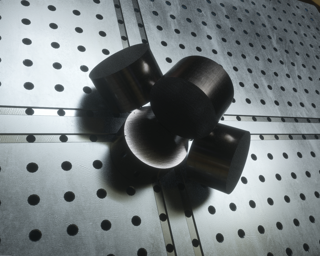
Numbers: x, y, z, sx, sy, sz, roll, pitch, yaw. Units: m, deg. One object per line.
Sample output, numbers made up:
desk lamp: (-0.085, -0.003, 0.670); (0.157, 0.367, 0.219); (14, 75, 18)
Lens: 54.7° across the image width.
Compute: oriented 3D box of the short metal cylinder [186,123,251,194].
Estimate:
short metal cylinder: (0.074, 0.035, 0.384); (0.050, 0.079, 0.080); (18, 45, 27)

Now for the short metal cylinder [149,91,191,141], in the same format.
short metal cylinder: (0.030, -0.026, 0.425); (0.081, 0.050, 0.080); (14, 56, -21)

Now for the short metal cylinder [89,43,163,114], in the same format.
short metal cylinder: (-0.039, -0.062, 0.382); (0.080, 0.080, 0.050); (-55, 129, -39)

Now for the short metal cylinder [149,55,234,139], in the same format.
short metal cylinder: (0.036, -0.034, 0.348); (0.080, 0.080, 0.050); (41, 51, 0)

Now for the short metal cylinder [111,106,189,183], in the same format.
short metal cylinder: (-0.013, 0.020, 0.373); (0.081, 0.050, 0.080); (14, 56, -21)
